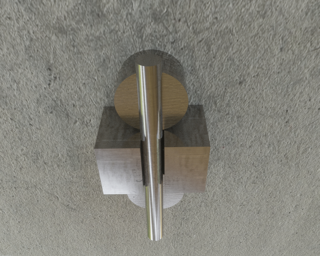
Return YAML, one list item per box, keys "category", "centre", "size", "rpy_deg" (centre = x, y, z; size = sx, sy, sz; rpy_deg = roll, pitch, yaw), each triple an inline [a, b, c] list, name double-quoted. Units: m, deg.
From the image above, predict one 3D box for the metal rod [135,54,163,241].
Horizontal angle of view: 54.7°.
- category: "metal rod"
  centre: [-0.009, 0.050, 0.385]
  size: [0.025, 0.025, 0.298]
  rpy_deg: [-1, 130, 0]

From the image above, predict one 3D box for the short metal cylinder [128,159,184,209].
- category: "short metal cylinder"
  centre: [-0.006, 0.075, 0.457]
  size: [0.081, 0.050, 0.079]
  rpy_deg: [0, 130, 0]

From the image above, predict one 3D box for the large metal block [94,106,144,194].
- category: "large metal block"
  centre: [-0.046, 0.027, 0.395]
  size: [0.050, 0.080, 0.079]
  rpy_deg: [-1, 130, 0]

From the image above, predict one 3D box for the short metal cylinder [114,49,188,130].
- category: "short metal cylinder"
  centre: [-0.009, -0.043, 0.356]
  size: [0.081, 0.050, 0.079]
  rpy_deg: [0, 130, 0]

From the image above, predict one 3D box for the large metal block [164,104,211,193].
- category: "large metal block"
  centre: [0.031, 0.025, 0.394]
  size: [0.050, 0.080, 0.079]
  rpy_deg: [-1, 130, 0]
